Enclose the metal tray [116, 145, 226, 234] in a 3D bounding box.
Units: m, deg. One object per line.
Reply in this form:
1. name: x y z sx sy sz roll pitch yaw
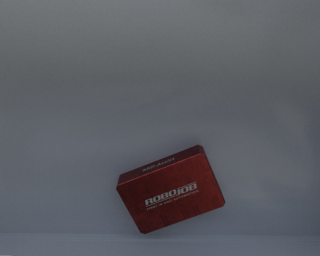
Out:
1. metal tray: 0.016 0.089 0.441 0.130 0.030 0.090 -22 109 7
